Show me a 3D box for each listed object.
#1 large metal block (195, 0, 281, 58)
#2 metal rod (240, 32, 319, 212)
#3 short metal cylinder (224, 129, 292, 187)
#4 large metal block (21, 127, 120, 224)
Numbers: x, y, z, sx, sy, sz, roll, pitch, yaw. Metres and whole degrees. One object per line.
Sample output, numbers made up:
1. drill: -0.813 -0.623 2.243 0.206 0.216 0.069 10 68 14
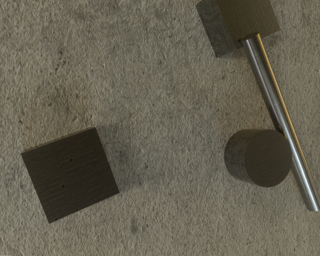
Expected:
1. large metal block: 0.109 -0.155 0.436 0.081 0.050 0.080 -27 99 -18
2. metal rod: 0.183 0.005 0.449 0.025 0.025 0.299 -36 112 -16
3. short metal cylinder: 0.141 0.042 0.448 0.081 0.050 0.080 0 90 -20
4. large metal block: -0.103 0.050 0.358 0.081 0.050 0.080 -21 97 -19
